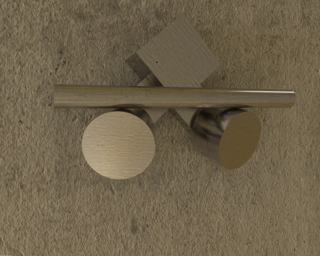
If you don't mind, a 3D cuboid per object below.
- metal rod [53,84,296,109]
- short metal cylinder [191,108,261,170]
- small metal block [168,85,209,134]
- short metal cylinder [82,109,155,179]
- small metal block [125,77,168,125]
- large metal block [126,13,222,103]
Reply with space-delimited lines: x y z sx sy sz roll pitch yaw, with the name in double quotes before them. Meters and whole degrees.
"metal rod" 0.033 -0.036 0.368 0.303 0.025 0.025 -2 91 -20
"short metal cylinder" 0.089 0.009 0.415 0.081 0.050 0.079 -16 117 -33
"small metal block" 0.045 -0.027 0.427 0.050 0.025 0.050 -45 104 -14
"short metal cylinder" -0.046 0.013 0.365 0.081 0.050 0.079 0 107 -1
"small metal block" -0.023 -0.029 0.402 0.050 0.025 0.050 -45 104 -15
"large metal block" 0.017 -0.085 0.401 0.080 0.050 0.080 -44 104 -15
